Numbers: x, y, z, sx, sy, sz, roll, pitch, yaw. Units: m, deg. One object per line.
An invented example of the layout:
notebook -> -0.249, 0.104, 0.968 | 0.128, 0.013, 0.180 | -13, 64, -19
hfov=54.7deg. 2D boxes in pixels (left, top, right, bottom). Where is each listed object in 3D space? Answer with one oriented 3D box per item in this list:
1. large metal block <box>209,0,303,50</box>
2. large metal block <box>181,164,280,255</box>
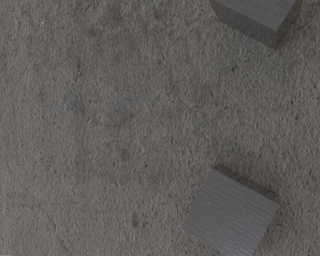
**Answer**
large metal block -> 0.107, -0.136, 0.342 | 0.080, 0.080, 0.050 | 34, 101, 16
large metal block -> 0.084, 0.099, 0.366 | 0.080, 0.050, 0.080 | 28, 99, 17
